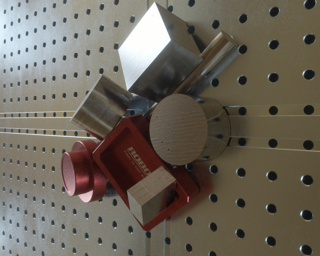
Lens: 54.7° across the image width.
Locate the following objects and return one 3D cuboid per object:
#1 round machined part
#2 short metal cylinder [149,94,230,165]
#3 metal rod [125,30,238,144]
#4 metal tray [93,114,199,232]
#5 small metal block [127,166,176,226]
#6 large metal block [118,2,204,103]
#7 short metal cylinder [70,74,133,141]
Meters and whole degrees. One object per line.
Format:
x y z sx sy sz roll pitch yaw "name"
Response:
-0.124 0.068 0.483 0.098 0.042 0.097 14 107 54 "round machined part"
0.034 0.002 0.364 0.080 0.050 0.079 0 90 40 "short metal cylinder"
-0.013 -0.009 0.422 0.299 0.025 0.025 -45 63 31 "metal rod"
-0.022 0.058 0.406 0.090 0.030 0.130 -45 76 31 "metal tray"
-0.009 0.080 0.362 0.025 0.050 0.050 41 150 30 "small metal block"
-0.003 -0.091 0.380 0.080 0.050 0.080 -44 44 31 "large metal block"
-0.082 -0.029 0.434 0.080 0.050 0.080 -49 18 22 "short metal cylinder"
